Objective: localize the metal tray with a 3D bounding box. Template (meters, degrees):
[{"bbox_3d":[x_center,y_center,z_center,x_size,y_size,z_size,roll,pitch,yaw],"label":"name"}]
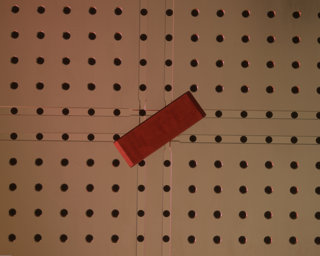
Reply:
[{"bbox_3d":[0.000,0.001,0.361,0.090,0.130,0.030,-35,90,0],"label":"metal tray"}]
